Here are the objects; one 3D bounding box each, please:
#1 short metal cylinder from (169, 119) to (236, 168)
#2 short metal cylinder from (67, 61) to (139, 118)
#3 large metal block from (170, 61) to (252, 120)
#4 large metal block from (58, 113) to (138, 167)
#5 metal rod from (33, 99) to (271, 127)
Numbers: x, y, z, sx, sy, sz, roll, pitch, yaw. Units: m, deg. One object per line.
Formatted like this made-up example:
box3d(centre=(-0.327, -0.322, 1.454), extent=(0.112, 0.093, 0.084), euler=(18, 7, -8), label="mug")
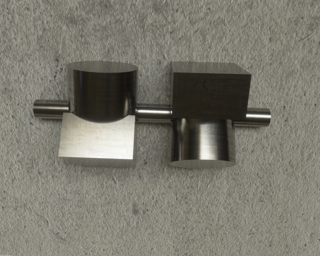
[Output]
box3d(centre=(0.052, 0.020, 0.383), extent=(0.081, 0.080, 0.050), euler=(2, 75, -1), label="short metal cylinder")
box3d(centre=(-0.066, -0.048, 0.363), extent=(0.081, 0.080, 0.050), euler=(3, 110, -2), label="short metal cylinder")
box3d(centre=(0.054, -0.047, 0.364), extent=(0.081, 0.080, 0.050), euler=(1, 110, -1), label="large metal block")
box3d(centre=(-0.070, 0.018, 0.381), extent=(0.081, 0.080, 0.050), euler=(2, 76, -2), label="large metal block")
box3d(centre=(-0.009, -0.019, 0.406), extent=(0.302, 0.025, 0.025), euler=(2, 110, -1), label="metal rod")
